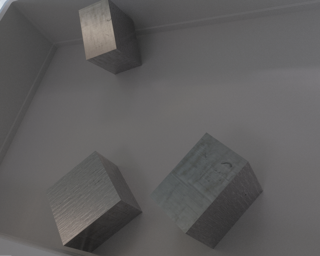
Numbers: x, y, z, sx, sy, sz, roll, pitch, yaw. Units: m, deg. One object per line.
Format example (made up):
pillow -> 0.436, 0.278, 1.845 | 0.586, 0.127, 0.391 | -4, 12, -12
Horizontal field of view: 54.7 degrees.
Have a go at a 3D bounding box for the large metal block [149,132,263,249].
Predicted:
large metal block -> 0.049, 0.064, 0.305 | 0.080, 0.080, 0.050 | -48, 51, -5

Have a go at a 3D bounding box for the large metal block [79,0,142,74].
large metal block -> -0.075, -0.137, 0.478 | 0.050, 0.080, 0.080 | -15, 79, 20

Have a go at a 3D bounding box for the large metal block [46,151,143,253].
large metal block -> -0.082, 0.089, 0.378 | 0.080, 0.050, 0.080 | -39, 51, 2
